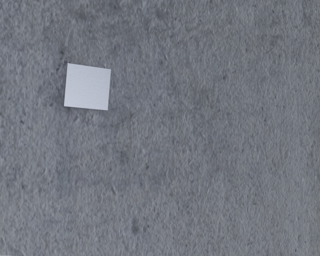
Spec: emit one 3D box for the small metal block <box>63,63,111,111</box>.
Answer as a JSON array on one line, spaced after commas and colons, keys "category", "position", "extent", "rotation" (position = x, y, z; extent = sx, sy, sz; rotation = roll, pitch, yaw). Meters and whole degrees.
[{"category": "small metal block", "position": [-0.089, -0.048, 0.376], "extent": [0.050, 0.025, 0.050], "rotation": [5, 88, -20]}]
